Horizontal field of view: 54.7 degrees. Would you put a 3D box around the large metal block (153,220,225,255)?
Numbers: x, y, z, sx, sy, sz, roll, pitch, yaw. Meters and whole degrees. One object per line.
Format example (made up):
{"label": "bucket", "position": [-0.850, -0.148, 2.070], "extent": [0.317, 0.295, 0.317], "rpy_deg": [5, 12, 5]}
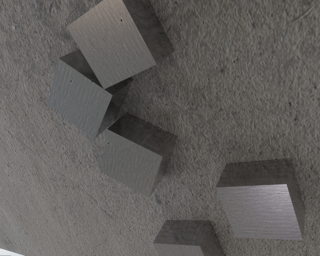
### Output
{"label": "large metal block", "position": [0.048, 0.193, 0.485], "extent": [0.080, 0.050, 0.080], "rpy_deg": [-11, 113, 32]}

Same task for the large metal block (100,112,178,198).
{"label": "large metal block", "position": [-0.031, 0.037, 0.430], "extent": [0.080, 0.050, 0.079], "rpy_deg": [25, 128, 12]}

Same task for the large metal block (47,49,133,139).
{"label": "large metal block", "position": [-0.094, -0.046, 0.412], "extent": [0.080, 0.050, 0.079], "rpy_deg": [35, 129, 5]}

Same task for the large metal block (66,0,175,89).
{"label": "large metal block", "position": [-0.043, -0.101, 0.351], "extent": [0.080, 0.050, 0.080], "rpy_deg": [-18, 109, 35]}

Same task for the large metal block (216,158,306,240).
{"label": "large metal block", "position": [0.125, 0.087, 0.379], "extent": [0.080, 0.050, 0.080], "rpy_deg": [-10, 113, 32]}
